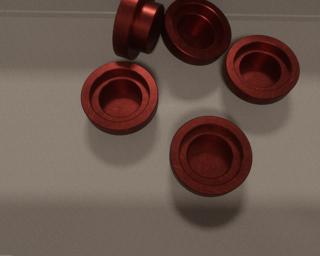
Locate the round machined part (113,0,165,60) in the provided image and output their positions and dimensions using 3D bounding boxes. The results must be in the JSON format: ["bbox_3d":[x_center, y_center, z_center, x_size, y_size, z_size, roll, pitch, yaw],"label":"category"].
[{"bbox_3d":[-0.025,-0.140,0.422,0.042,0.098,0.098,19,71,7],"label":"round machined part"}]

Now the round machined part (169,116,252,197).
[{"bbox_3d":[0.061,0.038,0.388,0.099,0.042,0.098,0,70,-1],"label":"round machined part"}]

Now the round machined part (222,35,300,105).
[{"bbox_3d":[0.136,-0.076,0.430,0.099,0.042,0.098,0,70,-1],"label":"round machined part"}]

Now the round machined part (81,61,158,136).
[{"bbox_3d":[-0.051,-0.036,0.413,0.099,0.042,0.098,0,70,-1],"label":"round machined part"}]

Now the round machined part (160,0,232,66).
[{"bbox_3d":[0.048,-0.132,0.441,0.099,0.042,0.098,5,72,-16],"label":"round machined part"}]
